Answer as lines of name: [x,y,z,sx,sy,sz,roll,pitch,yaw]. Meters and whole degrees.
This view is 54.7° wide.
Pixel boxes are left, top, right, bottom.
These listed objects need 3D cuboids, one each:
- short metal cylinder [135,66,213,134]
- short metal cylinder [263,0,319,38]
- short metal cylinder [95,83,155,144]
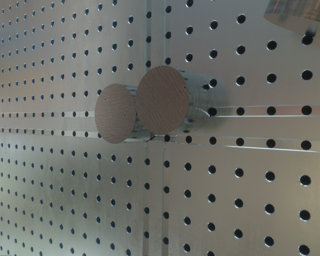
short metal cylinder: [0.016,-0.032,0.378,0.080,0.050,0.079,0,90,39]
short metal cylinder: [0.136,-0.108,0.261,0.080,0.081,0.050,29,108,36]
short metal cylinder: [-0.044,-0.019,0.428,0.080,0.050,0.079,0,90,39]
